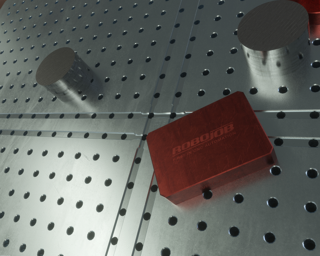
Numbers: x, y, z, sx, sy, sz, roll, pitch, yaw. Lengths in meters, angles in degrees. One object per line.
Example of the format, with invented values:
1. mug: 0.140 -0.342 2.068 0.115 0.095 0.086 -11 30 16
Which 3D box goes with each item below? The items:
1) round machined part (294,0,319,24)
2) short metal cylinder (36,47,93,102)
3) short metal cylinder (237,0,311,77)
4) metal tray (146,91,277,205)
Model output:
1. round machined part: 0.211 -0.185 0.400 0.098 0.042 0.098 -13 56 21
2. short metal cylinder: -0.165 -0.092 0.536 0.080 0.050 0.080 -13 56 21
3. short metal cylinder: 0.142 -0.111 0.385 0.080 0.050 0.080 -13 56 21
4. metal tray: 0.055 0.023 0.363 0.130 0.030 0.090 -25 53 12
